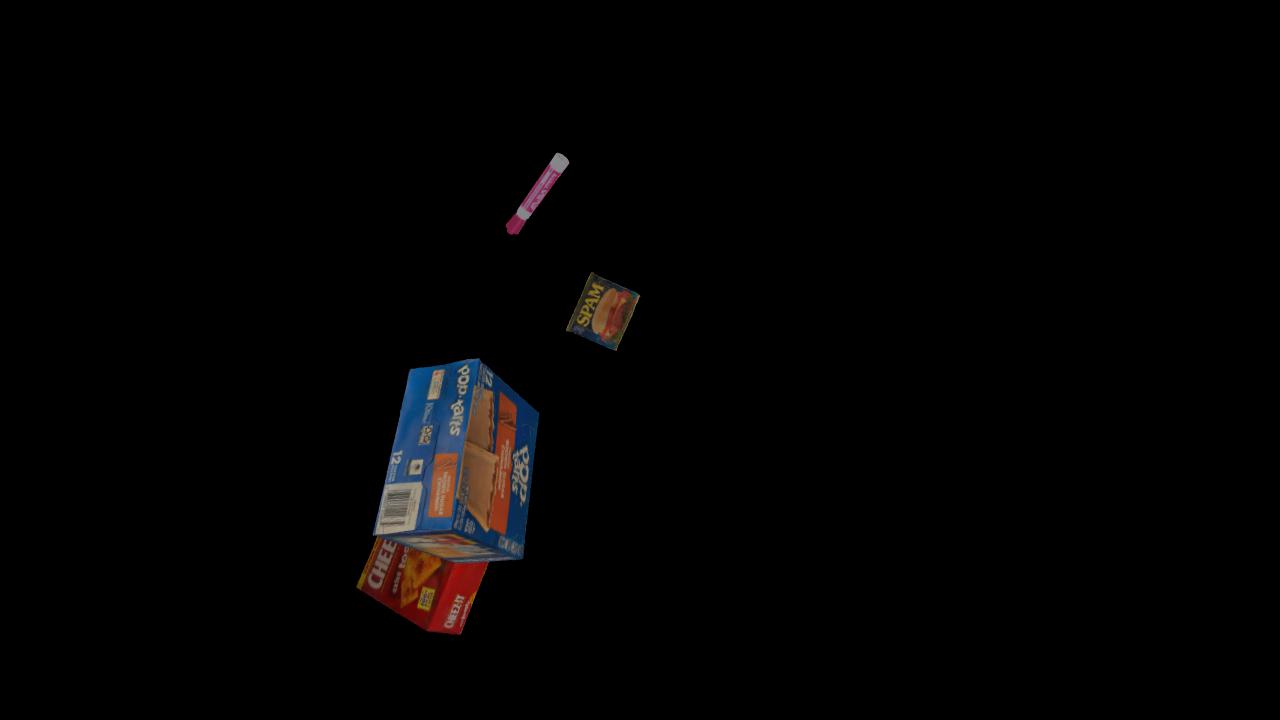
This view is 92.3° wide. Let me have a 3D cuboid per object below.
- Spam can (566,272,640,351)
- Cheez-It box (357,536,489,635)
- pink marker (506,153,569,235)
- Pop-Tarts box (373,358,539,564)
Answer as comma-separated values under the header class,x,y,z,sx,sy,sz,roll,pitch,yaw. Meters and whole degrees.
class,x,y,z,sx,sy,sz,roll,pitch,yaw
Spam can,-0.057,-0.075,0.966,0.085,0.101,0.058,24,4,-3
Cheez-It box,-0.341,0.316,0.981,0.223,0.166,0.071,4,-23,40
pink marker,-0.127,-0.199,0.751,0.121,0.020,0.020,-46,-26,28
Pop-Tarts box,-0.174,0.106,0.621,0.083,0.167,0.141,-6,-29,15
